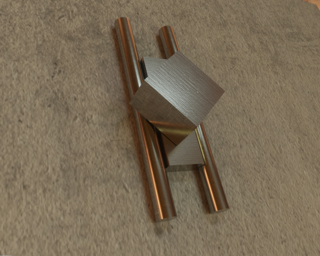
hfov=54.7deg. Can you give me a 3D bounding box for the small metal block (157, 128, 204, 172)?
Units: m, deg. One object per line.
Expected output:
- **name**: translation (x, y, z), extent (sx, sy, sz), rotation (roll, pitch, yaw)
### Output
- **small metal block**: translation (0.023, 0.029, 0.401), extent (0.050, 0.025, 0.050), rotation (1, 61, -28)

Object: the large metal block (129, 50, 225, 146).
- **large metal block**: translation (0.023, -0.039, 0.392), extent (0.080, 0.050, 0.080), rotation (42, 51, 0)

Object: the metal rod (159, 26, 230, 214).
- **metal rod**: translation (0.042, -0.028, 0.448), extent (0.025, 0.025, 0.299), rotation (1, 61, -28)

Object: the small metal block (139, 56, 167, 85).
- **small metal block**: translation (-0.002, -0.074, 0.449), extent (0.050, 0.025, 0.050), rotation (1, 61, -28)

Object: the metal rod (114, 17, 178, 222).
- **metal rod**: translation (-0.025, -0.029, 0.411), extent (0.025, 0.025, 0.299), rotation (1, 61, -28)
